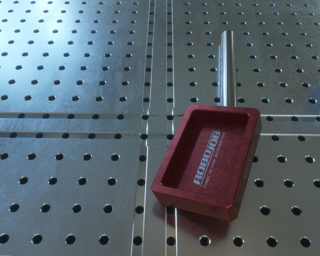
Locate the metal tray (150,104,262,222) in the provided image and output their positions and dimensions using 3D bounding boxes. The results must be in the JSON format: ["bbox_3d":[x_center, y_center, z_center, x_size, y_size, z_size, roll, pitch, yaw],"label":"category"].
[{"bbox_3d":[0.056,0.031,0.353,0.090,0.030,0.130,7,53,29],"label":"metal tray"}]

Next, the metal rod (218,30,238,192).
[{"bbox_3d":[0.099,-0.047,0.447,0.025,0.025,0.300,6,50,5],"label":"metal rod"}]
